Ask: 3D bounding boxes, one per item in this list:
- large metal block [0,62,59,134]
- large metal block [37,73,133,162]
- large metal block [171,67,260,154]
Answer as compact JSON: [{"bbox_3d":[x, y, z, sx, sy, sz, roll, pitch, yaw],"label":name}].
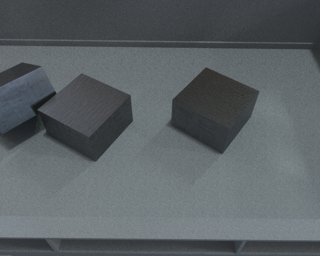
[{"bbox_3d":[-0.191,-0.043,0.403,0.080,0.050,0.080,-37,33,-27],"label":"large metal block"},{"bbox_3d":[-0.093,-0.016,0.401,0.080,0.050,0.080,26,54,19],"label":"large metal block"},{"bbox_3d":[0.072,-0.025,0.411,0.080,0.050,0.080,30,56,22],"label":"large metal block"}]
